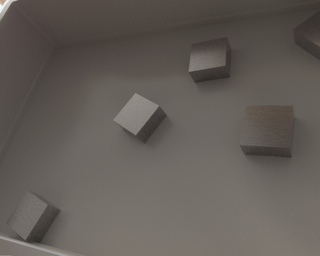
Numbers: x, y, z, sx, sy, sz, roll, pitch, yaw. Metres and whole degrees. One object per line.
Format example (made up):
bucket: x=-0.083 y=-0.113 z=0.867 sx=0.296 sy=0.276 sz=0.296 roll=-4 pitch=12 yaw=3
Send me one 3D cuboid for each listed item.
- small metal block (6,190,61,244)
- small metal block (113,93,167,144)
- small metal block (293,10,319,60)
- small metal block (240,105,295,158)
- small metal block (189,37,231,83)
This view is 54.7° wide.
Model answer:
small metal block: x=-0.173 y=0.121 z=0.423 sx=0.050 sy=0.025 sz=0.050 roll=19 pitch=72 yaw=35
small metal block: x=-0.028 y=-0.014 z=0.429 sx=0.050 sy=0.025 sz=0.050 roll=31 pitch=79 yaw=38
small metal block: x=0.199 y=-0.113 z=0.370 sx=0.050 sy=0.025 sz=0.050 roll=-36 pitch=51 yaw=4
small metal block: x=0.119 y=0.003 z=0.341 sx=0.050 sy=0.025 sz=0.050 roll=2 pitch=62 yaw=29
small metal block: x=0.070 y=-0.093 z=0.427 sx=0.050 sy=0.025 sz=0.050 roll=-5 pitch=59 yaw=25
